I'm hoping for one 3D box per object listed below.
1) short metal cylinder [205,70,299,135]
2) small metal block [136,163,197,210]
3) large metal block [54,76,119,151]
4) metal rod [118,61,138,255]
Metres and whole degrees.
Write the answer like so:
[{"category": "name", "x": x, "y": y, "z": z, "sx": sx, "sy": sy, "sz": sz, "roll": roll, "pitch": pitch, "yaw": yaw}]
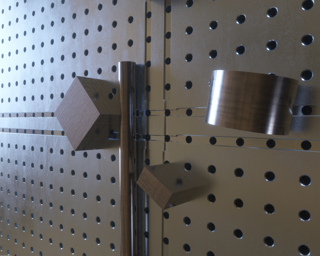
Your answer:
[{"category": "short metal cylinder", "x": 0.087, "y": -0.025, "z": 0.301, "sx": 0.080, "sy": 0.081, "sz": 0.050, "roll": 13, "pitch": 99, "yaw": 39}, {"category": "small metal block", "x": 0.008, "y": 0.071, "z": 0.385, "sx": 0.050, "sy": 0.050, "sz": 0.025, "roll": 39, "pitch": 114, "yaw": 32}, {"category": "large metal block", "x": -0.110, "y": -0.022, "z": 0.481, "sx": 0.080, "sy": 0.050, "sz": 0.080, "roll": -50, "pitch": 61, "yaw": 28}, {"category": "metal rod", "x": -0.046, "y": 0.056, "z": 0.444, "sx": 0.025, "sy": 0.025, "sz": 0.298, "roll": -1, "pitch": 89, "yaw": 39}]
